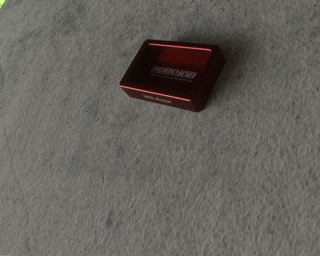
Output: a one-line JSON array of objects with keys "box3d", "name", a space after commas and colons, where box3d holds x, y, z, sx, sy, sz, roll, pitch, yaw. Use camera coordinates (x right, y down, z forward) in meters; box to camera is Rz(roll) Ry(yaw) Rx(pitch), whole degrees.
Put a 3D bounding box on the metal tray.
[{"box3d": [0.016, -0.078, 0.441, 0.130, 0.030, 0.090, 16, 70, 34], "name": "metal tray"}]
